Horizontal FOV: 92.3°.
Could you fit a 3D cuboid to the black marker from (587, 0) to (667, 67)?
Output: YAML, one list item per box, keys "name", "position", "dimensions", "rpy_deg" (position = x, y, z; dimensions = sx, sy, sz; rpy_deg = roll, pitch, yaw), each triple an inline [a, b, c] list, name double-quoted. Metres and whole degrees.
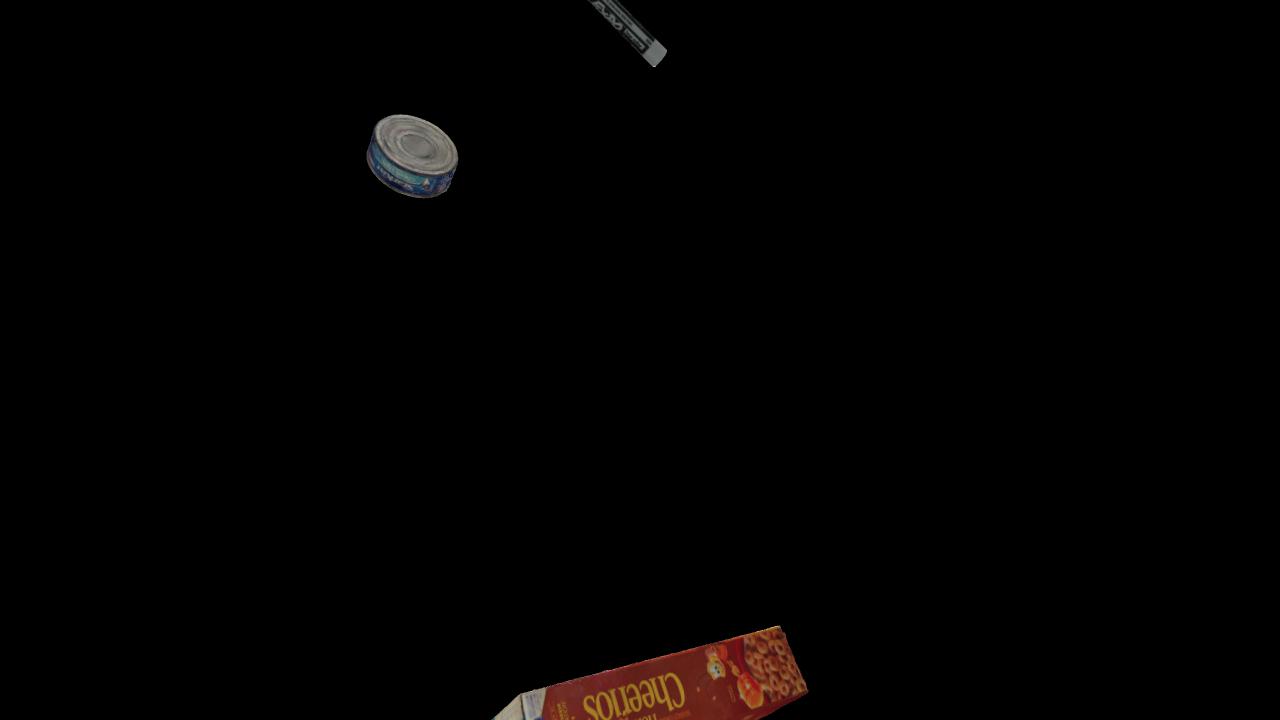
- name: "black marker"
  position: [-0.026, -0.304, 0.531]
  dimensions: [0.121, 0.020, 0.020]
  rpy_deg: [35, -17, -25]

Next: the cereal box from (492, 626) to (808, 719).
- name: "cereal box"
  position: [-0.008, 0.366, 0.626]
  dimensions: [0.306, 0.081, 0.203]
  rpy_deg: [3, -41, -32]

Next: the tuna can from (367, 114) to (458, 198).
- name: "tuna can"
  position: [-0.228, -0.207, 0.622]
  dimensions: [0.084, 0.084, 0.034]
  rpy_deg: [0, -29, -36]
